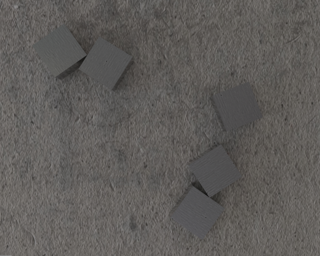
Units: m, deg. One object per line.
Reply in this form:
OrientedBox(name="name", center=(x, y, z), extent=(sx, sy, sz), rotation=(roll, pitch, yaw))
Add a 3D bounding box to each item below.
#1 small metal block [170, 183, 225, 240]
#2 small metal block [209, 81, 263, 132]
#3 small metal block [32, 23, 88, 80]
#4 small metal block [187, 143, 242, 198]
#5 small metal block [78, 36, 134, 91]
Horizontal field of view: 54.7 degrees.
OrientedBox(name="small metal block", center=(0.049, 0.109, 0.410), extent=(0.050, 0.025, 0.050), rotation=(35, 90, 0))
OrientedBox(name="small metal block", center=(0.100, -0.028, 0.411), extent=(0.050, 0.025, 0.050), rotation=(-21, 90, 0))
OrientedBox(name="small metal block", center=(-0.129, -0.099, 0.409), extent=(0.050, 0.025, 0.050), rotation=(-35, 90, 0))
OrientedBox(name="small metal block", center=(0.071, 0.055, 0.410), extent=(0.050, 0.025, 0.050), rotation=(-33, 90, 0))
OrientedBox(name="small metal block", center=(-0.070, -0.083, 0.409), extent=(0.050, 0.025, 0.050), rotation=(32, 90, 0))
